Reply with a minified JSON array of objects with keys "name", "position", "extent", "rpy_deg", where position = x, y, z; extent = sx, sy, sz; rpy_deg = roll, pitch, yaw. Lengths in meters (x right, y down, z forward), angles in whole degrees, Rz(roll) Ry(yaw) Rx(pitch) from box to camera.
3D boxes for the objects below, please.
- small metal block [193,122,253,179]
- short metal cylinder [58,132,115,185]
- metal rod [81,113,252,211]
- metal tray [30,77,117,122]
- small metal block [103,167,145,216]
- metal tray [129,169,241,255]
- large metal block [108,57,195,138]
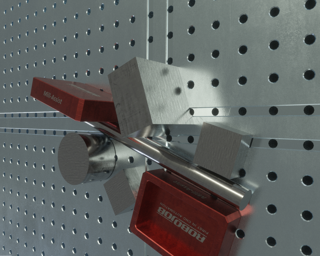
[{"name":"small metal block","position":[0.070,0.024,0.351],"extent":[0.050,0.025,0.050],"rpy_deg":[22,104,38]},{"name":"short metal cylinder","position":[-0.116,0.046,0.488],"extent":[0.080,0.050,0.080],"rpy_deg":[0,90,40]},{"name":"metal rod","position":[-0.017,0.027,0.423],"extent":[0.300,0.025,0.025],"rpy_deg":[25,106,37]},{"name":"metal tray","position":[-0.120,-0.043,0.465],"extent":[0.130,0.091,0.030],"rpy_deg":[24,105,37]},{"name":"small metal block","position":[-0.050,0.092,0.452],"extent":[0.050,0.025,0.050],"rpy_deg":[-39,66,33]},{"name":"metal tray","position":[0.025,0.117,0.385],"extent":[0.130,0.030,0.089],"rpy_deg":[23,105,37]},{"name":"large metal block","position":[-0.010,-0.034,0.383],"extent":[0.050,0.081,0.080],"rpy_deg":[-23,75,38]}]
